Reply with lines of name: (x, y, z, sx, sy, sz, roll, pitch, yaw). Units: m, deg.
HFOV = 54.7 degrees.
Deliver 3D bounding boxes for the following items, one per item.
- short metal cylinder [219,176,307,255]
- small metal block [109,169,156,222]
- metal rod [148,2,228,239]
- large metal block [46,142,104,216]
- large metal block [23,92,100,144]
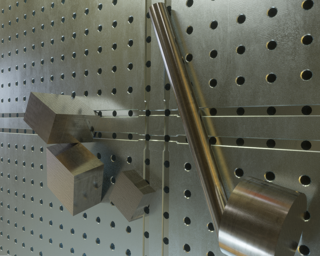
short metal cylinder: (0.098, 0.091, 0.292, 0.050, 0.081, 0.079, 15, 100, 39)
small metal block: (-0.040, 0.095, 0.440, 0.050, 0.025, 0.050, 40, 114, 32)
metal rod: (0.036, -0.018, 0.377, 0.025, 0.025, 0.299, -26, 74, 37)
large metal block: (-0.135, 0.076, 0.489, 0.080, 0.050, 0.079, 34, 127, 34)
large metal block: (-0.159, -0.017, 0.502, 0.080, 0.081, 0.050, 34, 111, 34)
